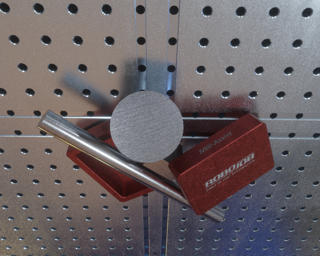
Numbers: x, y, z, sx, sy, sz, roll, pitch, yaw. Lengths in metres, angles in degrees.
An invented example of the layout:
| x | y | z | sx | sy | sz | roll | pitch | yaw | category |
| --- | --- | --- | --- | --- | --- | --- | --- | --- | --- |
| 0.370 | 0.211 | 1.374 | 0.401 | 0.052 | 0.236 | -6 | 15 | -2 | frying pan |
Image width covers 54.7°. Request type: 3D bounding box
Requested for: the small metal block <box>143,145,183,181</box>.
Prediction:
| x | y | z | sx | sy | sz | roll | pitch | yaw | category |
| --- | --- | --- | --- | --- | --- | --- | --- | --- | --- |
| 0.005 | 0.036 | 0.421 | 0.050 | 0.050 | 0.025 | 33 | 123 | -25 | small metal block |

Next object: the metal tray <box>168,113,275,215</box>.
| x | y | z | sx | sy | sz | roll | pitch | yaw | category |
| --- | --- | --- | --- | --- | --- | --- | --- | --- | --- |
| 0.085 | 0.050 | 0.413 | 0.131 | 0.030 | 0.090 | -31 | 128 | -6 | metal tray |

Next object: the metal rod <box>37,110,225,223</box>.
| x | y | z | sx | sy | sz | roll | pitch | yaw | category |
| --- | --- | --- | --- | --- | --- | --- | --- | --- | --- |
| -0.021 | 0.063 | 0.421 | 0.301 | 0.025 | 0.025 | 33 | 123 | -26 | metal rod |

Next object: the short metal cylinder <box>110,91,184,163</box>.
| x | y | z | sx | sy | sz | roll | pitch | yaw | category |
| --- | --- | --- | --- | --- | --- | --- | --- | --- | --- |
| -0.017 | 0.001 | 0.363 | 0.081 | 0.080 | 0.050 | 6 | 172 | -6 | short metal cylinder |

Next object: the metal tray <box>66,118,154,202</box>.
| x | y | z | sx | sy | sz | roll | pitch | yaw | category |
| --- | --- | --- | --- | --- | --- | --- | --- | --- | --- |
| -0.055 | 0.049 | 0.444 | 0.090 | 0.030 | 0.130 | -25 | 126 | 20 | metal tray |
